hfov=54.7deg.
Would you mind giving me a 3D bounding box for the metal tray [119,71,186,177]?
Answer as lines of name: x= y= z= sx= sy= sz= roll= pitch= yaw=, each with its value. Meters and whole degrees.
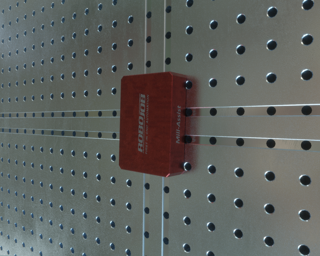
metal tray: x=-0.012 y=-0.006 z=0.413 sx=0.090 sy=0.030 sz=0.129 roll=3 pitch=92 yaw=39
